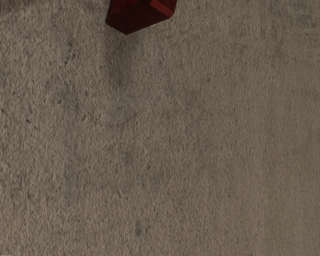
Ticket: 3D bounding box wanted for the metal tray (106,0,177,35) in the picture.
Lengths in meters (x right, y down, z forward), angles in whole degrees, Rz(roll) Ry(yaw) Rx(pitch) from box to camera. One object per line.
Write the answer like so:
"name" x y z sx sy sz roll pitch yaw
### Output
"metal tray" -0.012 -0.180 0.353 0.030 0.090 0.129 20 77 -39
